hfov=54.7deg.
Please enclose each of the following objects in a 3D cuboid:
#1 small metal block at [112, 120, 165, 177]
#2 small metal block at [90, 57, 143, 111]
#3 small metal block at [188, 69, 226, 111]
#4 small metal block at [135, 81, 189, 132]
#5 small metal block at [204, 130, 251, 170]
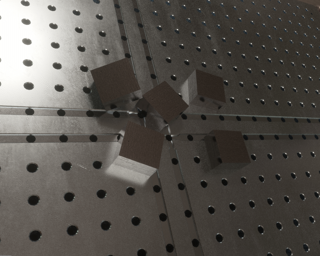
[{"bbox_3d":[-0.026,0.025,0.380,0.050,0.025,0.050,22,54,-16],"label":"small metal block"},{"bbox_3d":[-0.056,-0.056,0.400,0.050,0.025,0.050,-21,71,-5],"label":"small metal block"},{"bbox_3d":[0.073,-0.059,0.485,0.050,0.025,0.050,14,56,-21],"label":"small metal block"},{"bbox_3d":[0.003,-0.031,0.431,0.050,0.025,0.050,48,51,5],"label":"small metal block"},{"bbox_3d":[0.096,0.031,0.443,0.050,0.025,0.050,4,60,-27],"label":"small metal block"}]
